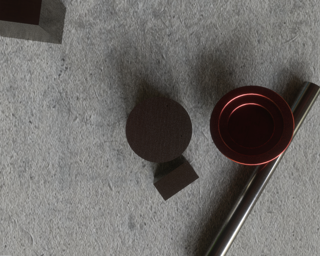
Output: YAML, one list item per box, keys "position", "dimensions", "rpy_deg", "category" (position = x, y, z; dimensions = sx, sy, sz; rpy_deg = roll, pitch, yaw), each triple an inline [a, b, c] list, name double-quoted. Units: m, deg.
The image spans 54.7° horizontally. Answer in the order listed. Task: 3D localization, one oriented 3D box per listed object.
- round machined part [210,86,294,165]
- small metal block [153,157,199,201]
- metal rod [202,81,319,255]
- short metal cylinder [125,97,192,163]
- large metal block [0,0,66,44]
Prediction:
- position: [0.115, -0.001, 0.394]
  dimensions: [0.098, 0.042, 0.097]
  rpy_deg: [-2, 81, 16]
  category: "round machined part"
- position: [0.020, 0.063, 0.398]
  dimensions: [0.050, 0.050, 0.025]
  rpy_deg: [-35, 90, 0]
  category: "small metal block"
- position: [0.128, 0.073, 0.411]
  dimensions: [0.025, 0.025, 0.299]
  rpy_deg: [30, 90, -1]
  category: "metal rod"
- position: [-0.001, 0.002, 0.398]
  dimensions: [0.081, 0.050, 0.079]
  rpy_deg: [0, 90, -1]
  category: "short metal cylinder"
- position: [-0.170, -0.143, 0.380]
  dimensions: [0.081, 0.080, 0.050]
  rpy_deg: [7, 90, -1]
  category: "large metal block"
